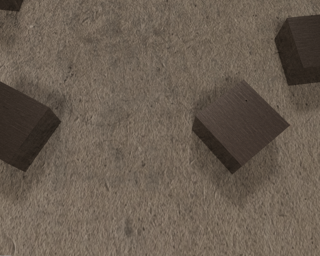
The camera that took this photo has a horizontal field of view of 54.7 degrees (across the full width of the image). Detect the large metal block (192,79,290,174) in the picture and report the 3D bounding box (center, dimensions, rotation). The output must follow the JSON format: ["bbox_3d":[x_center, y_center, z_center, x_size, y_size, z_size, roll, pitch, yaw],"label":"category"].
[{"bbox_3d":[0.100,-0.001,0.396,0.080,0.050,0.080,-37,75,-13],"label":"large metal block"}]

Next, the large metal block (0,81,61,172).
[{"bbox_3d":[-0.189,-0.002,0.393,0.080,0.050,0.080,27,72,9],"label":"large metal block"}]

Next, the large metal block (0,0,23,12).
[{"bbox_3d":[-0.258,-0.223,0.457,0.080,0.080,0.050,6,70,2],"label":"large metal block"}]

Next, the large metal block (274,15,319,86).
[{"bbox_3d":[0.220,-0.111,0.438,0.081,0.050,0.080,-7,70,-3],"label":"large metal block"}]
